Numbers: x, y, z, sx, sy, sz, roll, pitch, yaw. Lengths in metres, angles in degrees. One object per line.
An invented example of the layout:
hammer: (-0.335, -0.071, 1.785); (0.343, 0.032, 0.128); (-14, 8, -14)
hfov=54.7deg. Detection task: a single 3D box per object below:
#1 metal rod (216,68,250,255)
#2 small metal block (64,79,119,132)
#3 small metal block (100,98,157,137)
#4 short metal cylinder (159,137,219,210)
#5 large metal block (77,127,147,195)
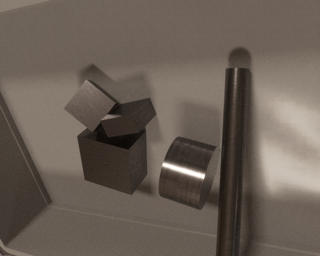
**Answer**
metal rod: (0.077, 0.086, 0.341); (0.025, 0.025, 0.298); (4, 95, 26)
small metal block: (-0.092, -0.030, 0.422); (0.050, 0.025, 0.050); (39, 96, 1)
small metal block: (-0.040, -0.014, 0.404); (0.050, 0.050, 0.025); (-9, 114, 32)
short metal cylinder: (0.038, 0.055, 0.386); (0.050, 0.080, 0.079); (15, 125, 19)
large metal block: (-0.067, 0.041, 0.451); (0.080, 0.050, 0.079); (13, 124, 20)
